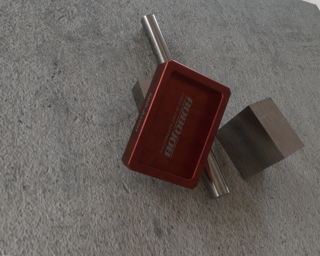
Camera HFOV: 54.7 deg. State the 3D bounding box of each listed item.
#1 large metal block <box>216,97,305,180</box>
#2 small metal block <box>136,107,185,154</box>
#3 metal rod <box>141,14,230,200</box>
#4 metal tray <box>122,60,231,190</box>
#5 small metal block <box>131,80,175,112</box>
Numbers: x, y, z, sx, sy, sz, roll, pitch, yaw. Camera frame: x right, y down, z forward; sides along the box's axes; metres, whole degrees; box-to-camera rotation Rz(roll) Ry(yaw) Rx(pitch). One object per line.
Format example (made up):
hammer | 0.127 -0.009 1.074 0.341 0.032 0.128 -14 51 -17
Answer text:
large metal block | 0.136 0.016 0.435 0.050 0.080 0.080 -20 73 -36
small metal block | -0.001 0.002 0.388 0.050 0.025 0.050 13 90 -22
metal rod | 0.029 -0.044 0.448 0.025 0.025 0.299 -7 65 -32
metal tray | 0.021 -0.003 0.366 0.091 0.030 0.129 22 87 -22
small metal block | -0.006 -0.039 0.426 0.050 0.025 0.050 -5 64 -31
